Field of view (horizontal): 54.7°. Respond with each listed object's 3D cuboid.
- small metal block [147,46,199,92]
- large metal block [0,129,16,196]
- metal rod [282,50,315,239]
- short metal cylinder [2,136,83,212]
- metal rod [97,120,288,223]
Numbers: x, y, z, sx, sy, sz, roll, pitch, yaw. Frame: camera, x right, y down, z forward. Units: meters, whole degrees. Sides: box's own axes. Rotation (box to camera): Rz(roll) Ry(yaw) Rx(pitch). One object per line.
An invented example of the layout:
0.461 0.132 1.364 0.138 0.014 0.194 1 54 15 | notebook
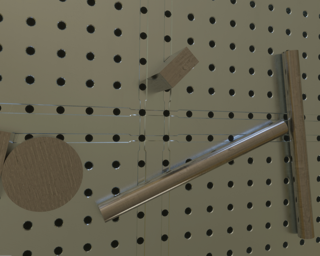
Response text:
0.016 -0.076 0.406 0.050 0.050 0.025 -46 105 -14 | small metal block
-0.206 0.035 0.323 0.081 0.050 0.080 13 86 -20 | large metal block
0.221 0.027 0.496 0.025 0.025 0.298 -7 93 -20 | metal rod
-0.132 0.049 0.351 0.081 0.050 0.079 0 90 -21 | short metal cylinder
0.059 0.053 0.435 0.302 0.025 0.025 -22 98 -19 | metal rod
